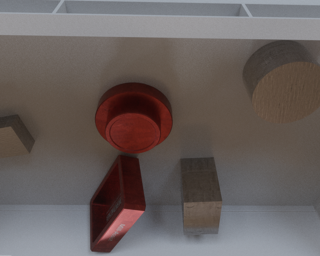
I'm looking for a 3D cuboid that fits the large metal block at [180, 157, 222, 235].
[{"bbox_3d":[0.058,0.101,0.460,0.050,0.080,0.079,-2,130,1],"label":"large metal block"}]

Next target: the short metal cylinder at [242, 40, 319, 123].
[{"bbox_3d":[0.139,-0.052,0.351,0.081,0.050,0.079,0,130,0],"label":"short metal cylinder"}]

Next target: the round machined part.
[{"bbox_3d":[-0.033,-0.005,0.393,0.099,0.042,0.097,-1,130,0],"label":"round machined part"}]

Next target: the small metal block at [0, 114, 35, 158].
[{"bbox_3d":[-0.207,0.012,0.417,0.050,0.025,0.050,-9,130,7],"label":"small metal block"}]

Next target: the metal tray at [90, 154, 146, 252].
[{"bbox_3d":[-0.068,0.113,0.459,0.030,0.090,0.129,15,129,-26],"label":"metal tray"}]
